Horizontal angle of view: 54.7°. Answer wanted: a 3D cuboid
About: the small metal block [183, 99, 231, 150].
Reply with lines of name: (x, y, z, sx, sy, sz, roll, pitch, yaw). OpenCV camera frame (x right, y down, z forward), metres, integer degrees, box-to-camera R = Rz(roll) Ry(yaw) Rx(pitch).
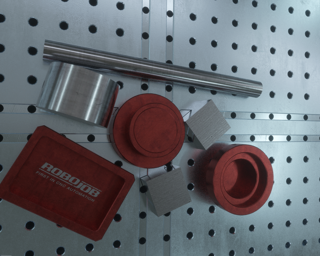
small metal block: (0.063, -0.005, 0.436, 0.050, 0.025, 0.050, -40, 103, -16)

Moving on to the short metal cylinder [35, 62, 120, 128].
short metal cylinder: (-0.091, -0.035, 0.349, 0.081, 0.080, 0.050, 19, 84, -19)

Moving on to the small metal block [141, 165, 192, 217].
small metal block: (0.008, 0.083, 0.416, 0.050, 0.025, 0.050, -20, 97, -19)

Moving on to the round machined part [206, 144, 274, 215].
round machined part: (0.109, 0.071, 0.444, 0.099, 0.042, 0.097, 0, 90, -20)

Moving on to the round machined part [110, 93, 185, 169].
round machined part: (-0.012, 0.004, 0.398, 0.099, 0.042, 0.097, 1, 87, -20)

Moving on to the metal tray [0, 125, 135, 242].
metal tray: (-0.108, 0.066, 0.370, 0.130, 0.030, 0.090, 32, 80, -17)

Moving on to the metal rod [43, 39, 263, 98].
metal rod: (0.005, -0.075, 0.414, 0.302, 0.025, 0.025, 7, 88, -20)
